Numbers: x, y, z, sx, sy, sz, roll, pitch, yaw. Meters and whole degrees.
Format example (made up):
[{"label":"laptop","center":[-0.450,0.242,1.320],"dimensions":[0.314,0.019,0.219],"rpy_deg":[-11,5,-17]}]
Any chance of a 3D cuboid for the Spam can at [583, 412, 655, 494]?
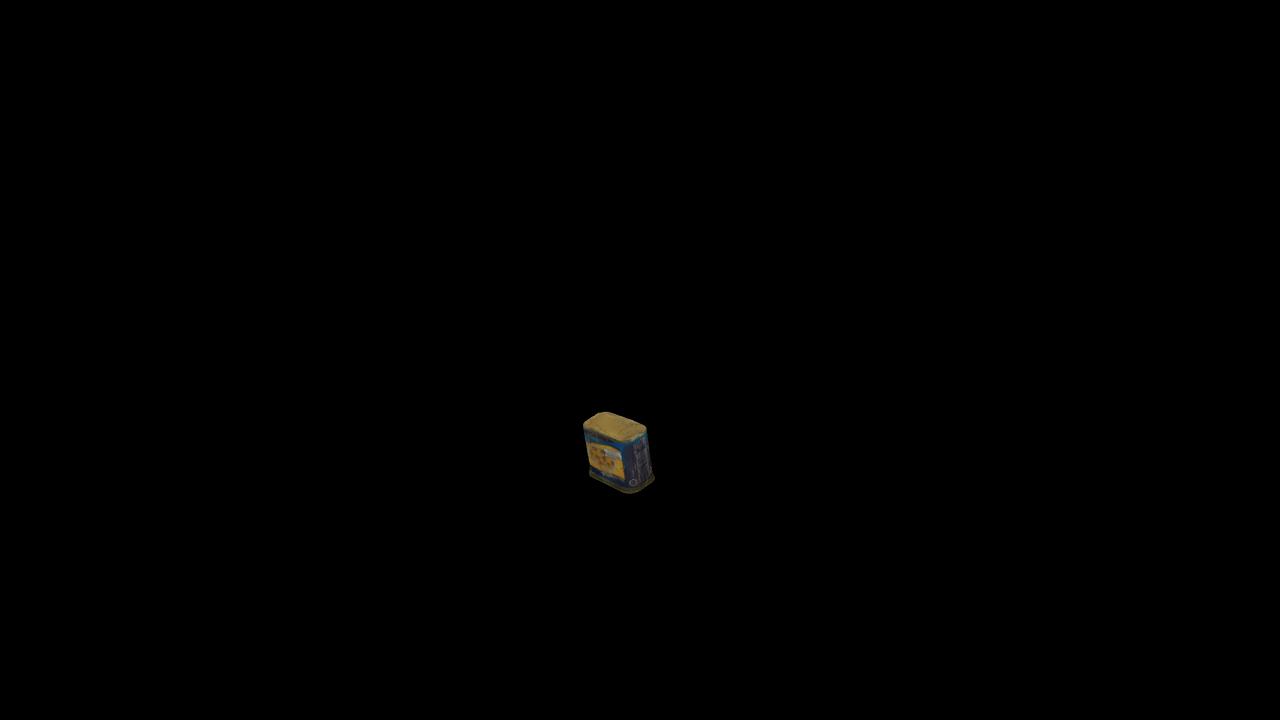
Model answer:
[{"label":"Spam can","center":[-0.032,0.129,0.875],"dimensions":[0.101,0.085,0.058],"rpy_deg":[14,32,42]}]
